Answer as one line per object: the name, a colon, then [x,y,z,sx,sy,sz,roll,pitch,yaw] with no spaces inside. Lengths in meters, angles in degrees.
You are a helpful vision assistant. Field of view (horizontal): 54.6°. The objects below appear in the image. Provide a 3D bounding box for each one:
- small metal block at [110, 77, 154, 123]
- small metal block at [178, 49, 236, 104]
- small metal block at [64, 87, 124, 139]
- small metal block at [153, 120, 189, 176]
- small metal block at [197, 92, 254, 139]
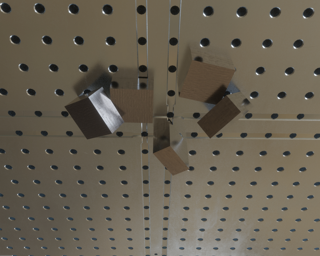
small metal block: [-0.034,-0.034,0.382,0.050,0.025,0.050,2,130,-2]
small metal block: [0.053,-0.058,0.362,0.050,0.025,0.050,11,129,-10]
small metal block: [-0.080,-0.017,0.376,0.050,0.025,0.050,-13,116,41]
small metal block: [0.015,0.027,0.418,0.025,0.050,0.050,-25,126,20]
small metal block: [0.081,-0.017,0.379,0.050,0.050,0.025,-46,75,31]
